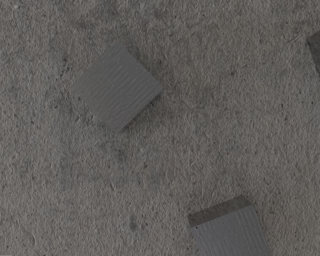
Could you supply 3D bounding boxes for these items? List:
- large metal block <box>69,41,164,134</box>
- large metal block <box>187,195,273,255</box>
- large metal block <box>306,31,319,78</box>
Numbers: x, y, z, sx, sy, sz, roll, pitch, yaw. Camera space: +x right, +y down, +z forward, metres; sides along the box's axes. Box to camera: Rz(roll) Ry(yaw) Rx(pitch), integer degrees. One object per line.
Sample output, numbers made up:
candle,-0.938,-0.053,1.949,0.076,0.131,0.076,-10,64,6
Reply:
large metal block,-0.052,-0.049,0.397,0.080,0.050,0.080,-45,90,0
large metal block,0.089,0.143,0.398,0.080,0.050,0.080,-21,90,0
large metal block,0.251,-0.098,0.399,0.080,0.050,0.080,-20,90,0
